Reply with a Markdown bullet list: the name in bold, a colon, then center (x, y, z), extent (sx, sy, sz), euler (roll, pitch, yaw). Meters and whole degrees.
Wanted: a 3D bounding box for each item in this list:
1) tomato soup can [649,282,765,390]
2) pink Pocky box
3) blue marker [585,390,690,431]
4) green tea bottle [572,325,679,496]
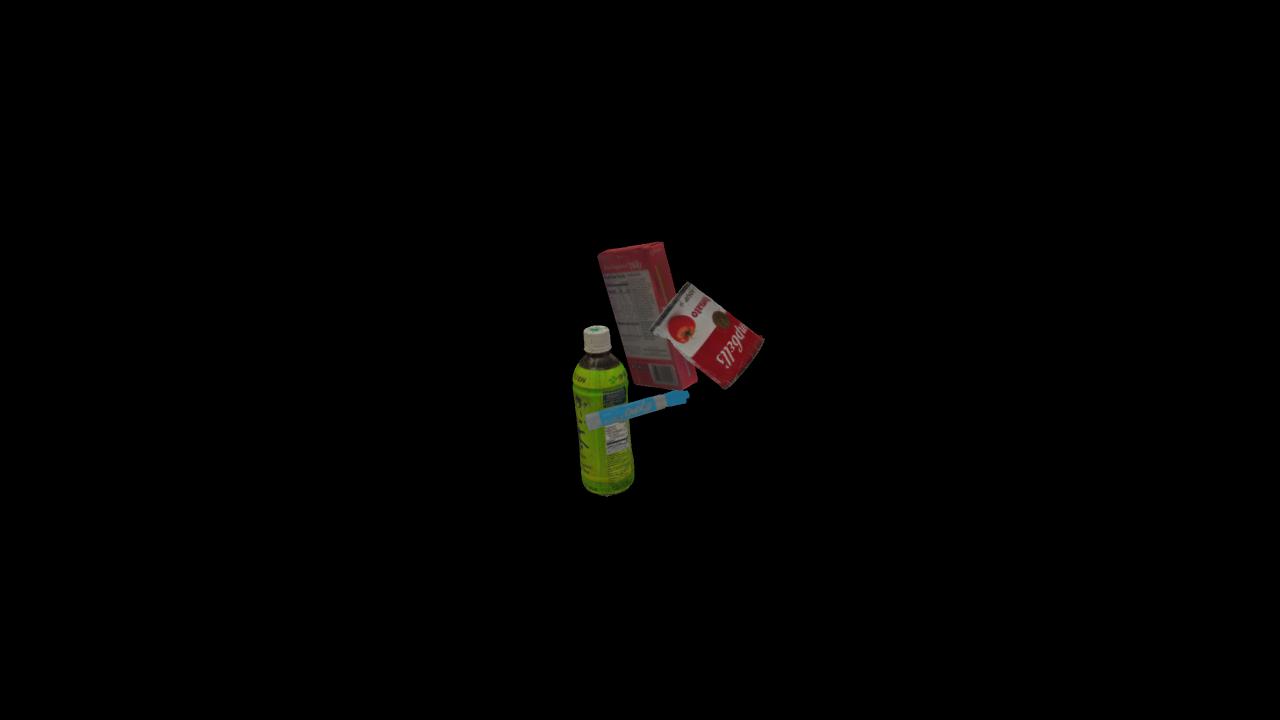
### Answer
- **tomato soup can**: center (0.068, -0.026, 0.639), extent (0.101, 0.068, 0.068), euler (38, 1, 1)
- **pink Pocky box**: center (0.008, -0.045, 0.654), extent (0.029, 0.155, 0.084), euler (-27, 19, -35)
- **blue marker**: center (-0.002, 0.055, 0.695), extent (0.121, 0.020, 0.020), euler (-15, 3, -10)
- **green tea bottle**: center (-0.045, 0.061, 0.754), extent (0.073, 0.212, 0.073), euler (-1, 23, 0)
